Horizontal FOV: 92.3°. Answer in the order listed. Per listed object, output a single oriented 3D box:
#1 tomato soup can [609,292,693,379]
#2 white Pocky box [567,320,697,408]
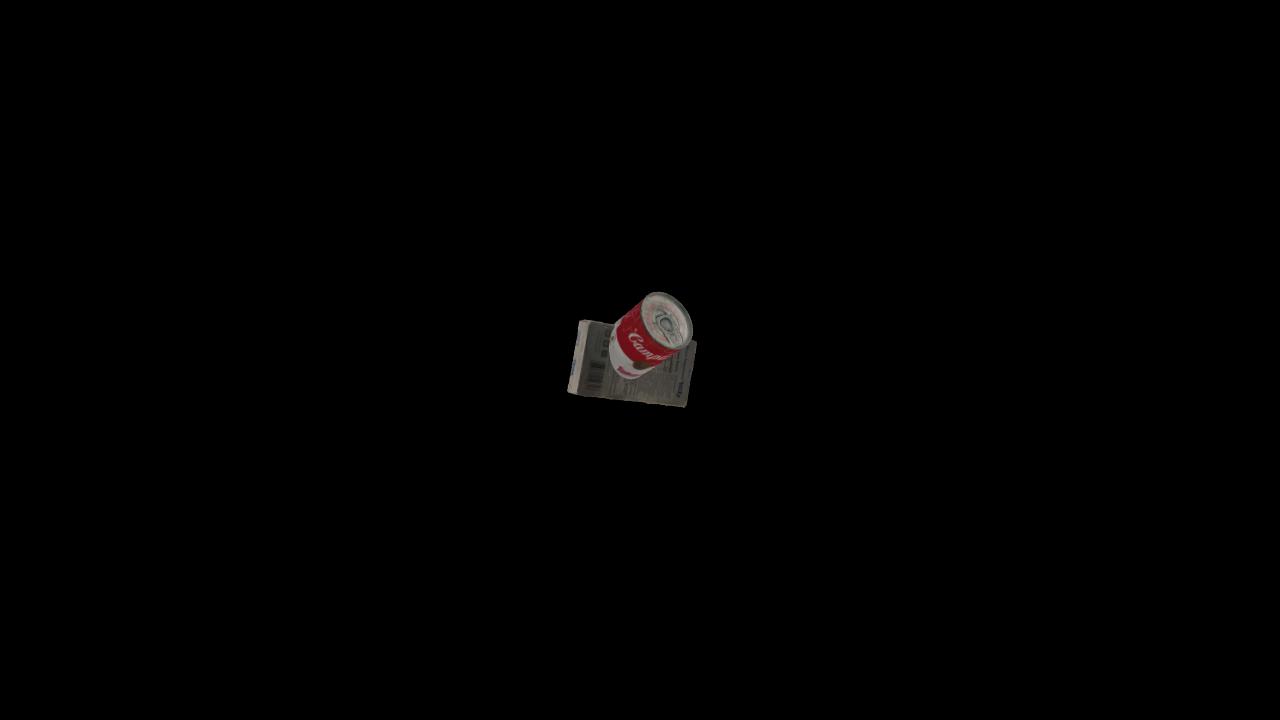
[{"bbox_3d":[0.001,-0.022,0.675,0.068,0.068,0.101,0,-23,-38],"label":"tomato soup can"},{"bbox_3d":[-0.005,0.006,0.705,0.154,0.084,0.028,9,2,-35],"label":"white Pocky box"}]
